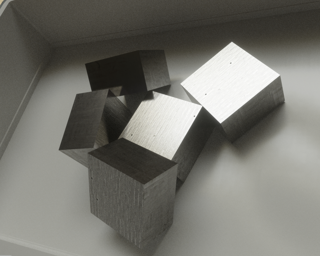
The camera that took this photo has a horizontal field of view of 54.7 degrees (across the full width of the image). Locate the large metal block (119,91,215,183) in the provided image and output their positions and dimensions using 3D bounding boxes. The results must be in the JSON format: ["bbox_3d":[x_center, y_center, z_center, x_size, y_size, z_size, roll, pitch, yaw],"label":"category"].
[{"bbox_3d":[0.007,0.008,0.379,0.080,0.050,0.080,21,73,35],"label":"large metal block"}]

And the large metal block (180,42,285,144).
[{"bbox_3d":[0.085,-0.043,0.368,0.080,0.050,0.080,-39,51,1],"label":"large metal block"}]

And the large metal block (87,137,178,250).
[{"bbox_3d":[-0.031,0.067,0.334,0.080,0.079,0.050,22,31,34],"label":"large metal block"}]

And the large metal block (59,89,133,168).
[{"bbox_3d":[-0.074,0.008,0.401,0.050,0.080,0.080,-5,59,25],"label":"large metal block"}]

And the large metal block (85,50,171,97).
[{"bbox_3d":[-0.041,-0.074,0.426,0.080,0.080,0.050,-8,100,25],"label":"large metal block"}]
